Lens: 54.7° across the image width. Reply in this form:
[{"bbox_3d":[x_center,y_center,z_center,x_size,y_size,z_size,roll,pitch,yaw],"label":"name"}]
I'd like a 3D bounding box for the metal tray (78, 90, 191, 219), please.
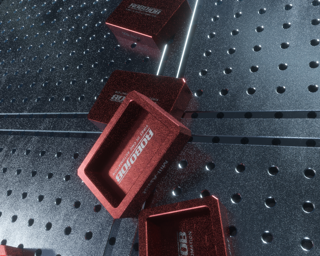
[{"bbox_3d":[-0.034,0.031,0.374,0.090,0.030,0.130,40,100,32],"label":"metal tray"}]

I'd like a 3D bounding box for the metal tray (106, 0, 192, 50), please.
[{"bbox_3d":[-0.022,-0.192,0.533,0.130,0.030,0.090,29,77,37],"label":"metal tray"}]

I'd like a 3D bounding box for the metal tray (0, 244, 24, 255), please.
[{"bbox_3d":[-0.197,0.221,0.370,0.090,0.030,0.130,-40,51,0],"label":"metal tray"}]

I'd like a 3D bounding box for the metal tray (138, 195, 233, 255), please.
[{"bbox_3d":[0.026,0.140,0.304,0.090,0.030,0.130,-16,55,18],"label":"metal tray"}]

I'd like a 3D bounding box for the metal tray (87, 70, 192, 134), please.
[{"bbox_3d":[-0.031,-0.033,0.440,0.130,0.030,0.090,14,69,33],"label":"metal tray"}]
